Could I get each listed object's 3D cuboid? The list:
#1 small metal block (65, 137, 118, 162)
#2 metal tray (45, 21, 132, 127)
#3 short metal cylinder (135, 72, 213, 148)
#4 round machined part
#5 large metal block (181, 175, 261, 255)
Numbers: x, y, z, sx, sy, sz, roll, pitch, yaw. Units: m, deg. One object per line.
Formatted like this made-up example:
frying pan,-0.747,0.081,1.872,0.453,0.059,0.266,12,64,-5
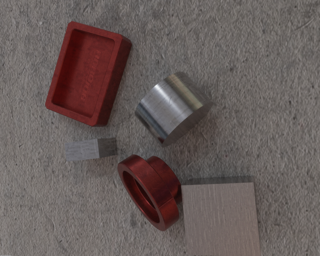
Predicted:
small metal block,-0.094,0.029,0.427,0.050,0.050,0.025,-8,88,19
metal tray,-0.103,-0.076,0.441,0.090,0.030,0.129,20,97,18
short metal cylinder,0.017,-0.021,0.373,0.080,0.080,0.050,-44,77,14
round machined part,-0.007,0.074,0.383,0.042,0.098,0.098,-32,77,-23
large metal block,0.074,0.102,0.368,0.080,0.050,0.080,-6,88,17
